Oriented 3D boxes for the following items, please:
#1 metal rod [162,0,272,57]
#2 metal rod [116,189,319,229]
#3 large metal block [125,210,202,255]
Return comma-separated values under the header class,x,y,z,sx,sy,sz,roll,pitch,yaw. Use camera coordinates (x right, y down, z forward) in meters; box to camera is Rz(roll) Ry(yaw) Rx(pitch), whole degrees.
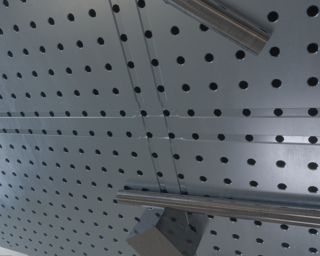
class,x,y,z,sx,sy,sz,roll,pitch,yaw
metal rod,-0.022,-0.163,0.321,0.301,0.025,0.025,33,129,6
metal rod,0.067,0.112,0.444,0.300,0.025,0.025,-1,118,28
large metal block,0.005,0.182,0.505,0.080,0.050,0.080,47,129,-5
